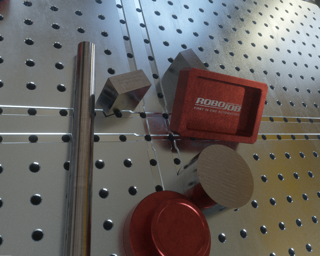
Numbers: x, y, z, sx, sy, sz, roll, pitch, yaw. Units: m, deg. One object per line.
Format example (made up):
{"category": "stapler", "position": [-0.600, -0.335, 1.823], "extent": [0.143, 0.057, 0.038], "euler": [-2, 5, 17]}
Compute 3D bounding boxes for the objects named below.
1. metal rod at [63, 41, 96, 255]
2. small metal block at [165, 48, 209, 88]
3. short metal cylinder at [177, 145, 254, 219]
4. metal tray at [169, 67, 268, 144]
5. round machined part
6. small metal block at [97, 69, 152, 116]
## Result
{"category": "metal rod", "position": [-0.087, 0.021, 0.347], "extent": [0.025, 0.025, 0.299], "euler": [9, 58, -24]}
{"category": "small metal block", "position": [0.041, -0.081, 0.464], "extent": [0.025, 0.050, 0.050], "euler": [-28, 77, -37]}
{"category": "short metal cylinder", "position": [0.068, 0.067, 0.388], "extent": [0.081, 0.050, 0.080], "euler": [14, 56, -21]}
{"category": "metal tray", "position": [0.084, -0.029, 0.435], "extent": [0.131, 0.030, 0.089], "euler": [7, 98, -25]}
{"category": "round machined part", "position": [0.014, 0.114, 0.335], "extent": [0.099, 0.042, 0.098], "euler": [14, 56, -21]}
{"category": "small metal block", "position": [-0.046, -0.045, 0.395], "extent": [0.050, 0.050, 0.025], "euler": [-23, 74, -36]}
